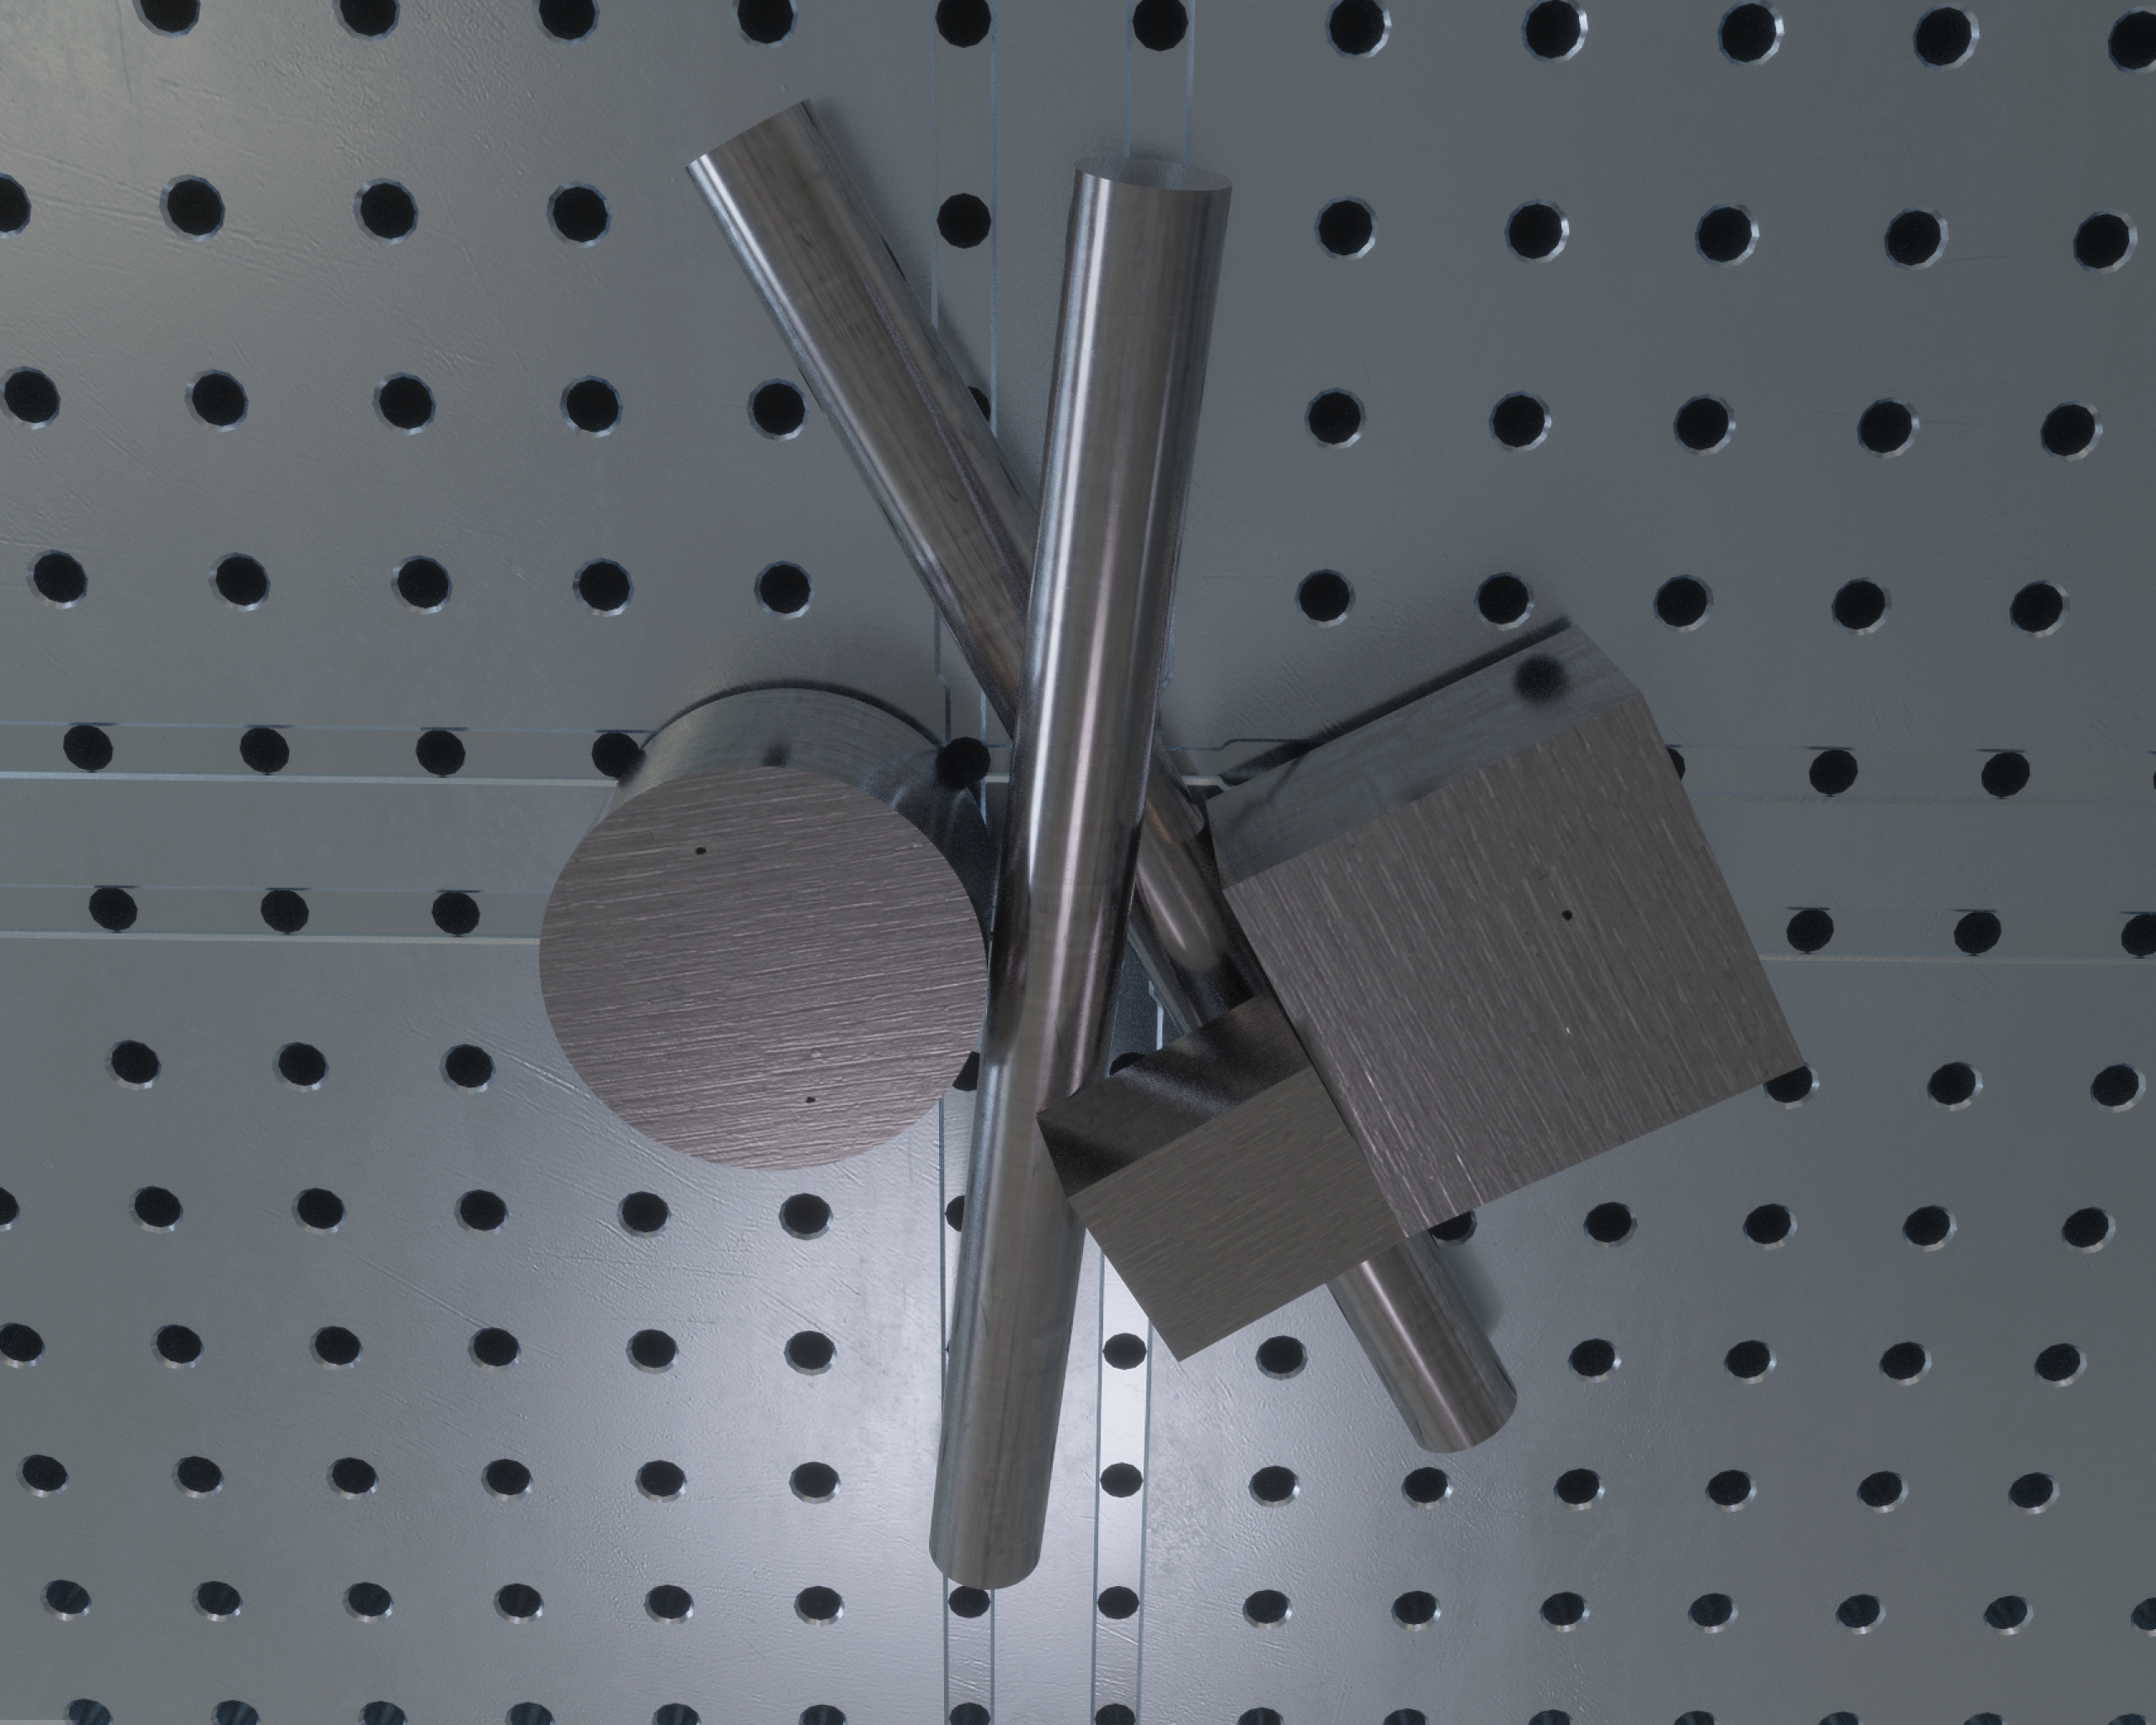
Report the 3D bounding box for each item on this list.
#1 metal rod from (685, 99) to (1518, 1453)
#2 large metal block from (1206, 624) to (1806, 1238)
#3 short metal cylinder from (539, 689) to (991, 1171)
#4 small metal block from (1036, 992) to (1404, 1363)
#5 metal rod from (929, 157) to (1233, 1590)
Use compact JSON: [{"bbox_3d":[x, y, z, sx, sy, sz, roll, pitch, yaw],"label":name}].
[{"bbox_3d":[0.013,-0.003,0.408,0.025,0.025,0.299,-27,109,9],"label":"metal rod"},{"bbox_3d":[0.080,0.012,0.401,0.080,0.050,0.080,-26,108,9],"label":"large metal block"},{"bbox_3d":[-0.057,0.012,0.400,0.081,0.050,0.079,0,110,-1],"label":"short metal cylinder"},{"bbox_3d":[0.028,0.060,0.398,0.050,0.025,0.050,-29,123,2],"label":"small metal block"},{"bbox_3d":[-0.004,0.022,0.397,0.025,0.025,0.298,6,118,-2],"label":"metal rod"}]
